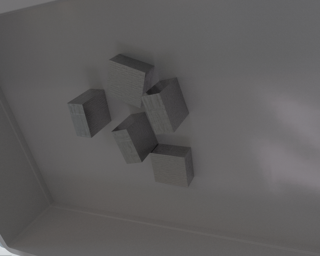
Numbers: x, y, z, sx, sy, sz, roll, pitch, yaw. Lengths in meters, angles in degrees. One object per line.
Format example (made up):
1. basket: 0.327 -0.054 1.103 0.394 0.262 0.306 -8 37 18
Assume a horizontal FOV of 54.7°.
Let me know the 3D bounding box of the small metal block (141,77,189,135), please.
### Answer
1. small metal block: 0.008 -0.027 0.372 0.025 0.050 0.050 -8 115 32

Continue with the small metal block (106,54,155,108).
1. small metal block: -0.038 -0.060 0.392 0.050 0.025 0.050 22 127 15

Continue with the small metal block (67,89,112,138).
1. small metal block: -0.096 -0.021 0.430 0.025 0.050 0.050 6 121 25

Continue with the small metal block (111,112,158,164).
1. small metal block: -0.032 0.013 0.418 0.025 0.050 0.050 -10 114 32

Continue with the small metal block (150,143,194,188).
1. small metal block: 0.018 0.052 0.431 0.050 0.025 0.050 5 121 25
